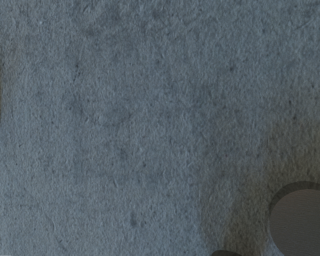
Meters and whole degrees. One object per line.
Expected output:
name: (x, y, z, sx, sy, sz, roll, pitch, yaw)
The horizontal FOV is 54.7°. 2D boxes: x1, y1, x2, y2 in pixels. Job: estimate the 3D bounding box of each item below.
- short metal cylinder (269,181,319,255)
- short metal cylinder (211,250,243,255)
short metal cylinder: (0.162, 0.102, 0.339, 0.080, 0.050, 0.079, 0, 90, 19)
short metal cylinder: (0.086, 0.185, 0.349, 0.080, 0.080, 0.050, 24, 98, 18)
